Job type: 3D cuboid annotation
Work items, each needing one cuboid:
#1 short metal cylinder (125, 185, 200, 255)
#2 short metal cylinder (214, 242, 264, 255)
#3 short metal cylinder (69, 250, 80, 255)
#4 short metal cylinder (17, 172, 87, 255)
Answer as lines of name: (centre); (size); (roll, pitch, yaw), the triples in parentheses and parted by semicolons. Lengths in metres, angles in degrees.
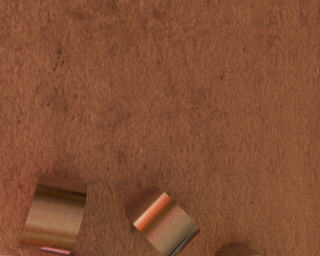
short metal cylinder: (0.002, 0.117, 0.382); (0.050, 0.080, 0.080); (-44, 104, -15)
short metal cylinder: (0.118, 0.211, 0.441); (0.081, 0.050, 0.079); (0, 90, -21)
short metal cylinder: (-0.097, 0.186, 0.345); (0.050, 0.080, 0.080); (-33, 101, -17)
short metal cylinder: (-0.117, 0.093, 0.337); (0.050, 0.080, 0.080); (17, 84, -20)
